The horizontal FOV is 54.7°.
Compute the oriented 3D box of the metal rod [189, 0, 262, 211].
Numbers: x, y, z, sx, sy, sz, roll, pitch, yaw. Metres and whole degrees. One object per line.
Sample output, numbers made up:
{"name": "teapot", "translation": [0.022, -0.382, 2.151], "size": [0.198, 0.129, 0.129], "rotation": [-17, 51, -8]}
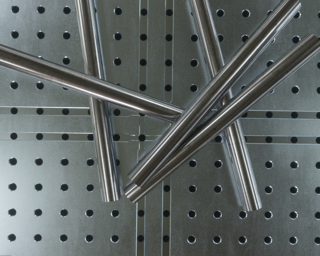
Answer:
{"name": "metal rod", "translation": [0.087, -0.037, 0.414], "size": [0.025, 0.025, 0.298], "rotation": [-15, 90, 0]}

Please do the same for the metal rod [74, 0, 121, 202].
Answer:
{"name": "metal rod", "translation": [-0.085, -0.053, 0.412], "size": [0.025, 0.025, 0.298], "rotation": [-8, 90, 0]}

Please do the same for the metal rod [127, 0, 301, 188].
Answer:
{"name": "metal rod", "translation": [0.068, -0.046, 0.387], "size": [0.025, 0.025, 0.300], "rotation": [41, 88, -1]}

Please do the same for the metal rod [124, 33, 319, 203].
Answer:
{"name": "metal rod", "translation": [0.073, -0.007, 0.391], "size": [0.300, 0.025, 0.025], "rotation": [-41, 91, 9]}

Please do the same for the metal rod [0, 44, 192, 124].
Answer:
{"name": "metal rod", "translation": [-0.095, -0.055, 0.383], "size": [0.302, 0.025, 0.025], "rotation": [18, 90, -12]}
